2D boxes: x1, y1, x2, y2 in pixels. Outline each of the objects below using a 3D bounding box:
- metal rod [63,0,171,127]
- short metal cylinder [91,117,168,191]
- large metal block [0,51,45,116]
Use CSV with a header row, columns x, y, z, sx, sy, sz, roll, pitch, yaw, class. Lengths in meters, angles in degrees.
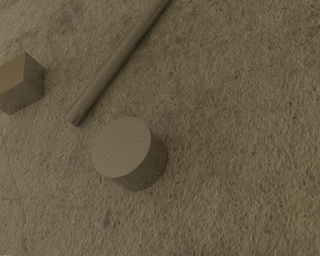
x,y,z,sx,sy,sz,roll,pitch,yaw,class
-0.058,-0.130,0.512,0.025,0.025,0.300,24,74,36,metal rod
-0.037,0.033,0.386,0.080,0.050,0.080,-13,56,20,short metal cylinder
-0.264,-0.082,0.574,0.080,0.050,0.080,-24,53,13,large metal block
